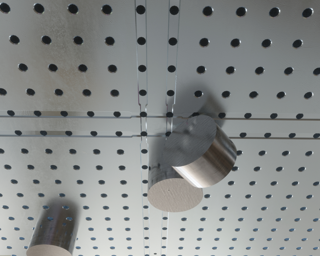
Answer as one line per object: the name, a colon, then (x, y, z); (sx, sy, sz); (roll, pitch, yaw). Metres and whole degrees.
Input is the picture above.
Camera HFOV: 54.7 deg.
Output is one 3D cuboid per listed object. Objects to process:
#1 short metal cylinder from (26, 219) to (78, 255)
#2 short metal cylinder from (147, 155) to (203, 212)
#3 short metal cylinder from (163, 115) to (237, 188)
short metal cylinder: (-0.199, 0.214, 0.575); (0.081, 0.050, 0.079); (0, 130, 0)
short metal cylinder: (0.022, 0.082, 0.465); (0.081, 0.050, 0.079); (0, 130, 0)
short metal cylinder: (0.051, 0.030, 0.401); (0.080, 0.080, 0.050); (-30, 124, 23)
